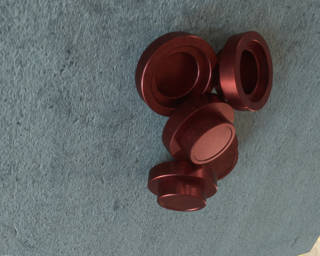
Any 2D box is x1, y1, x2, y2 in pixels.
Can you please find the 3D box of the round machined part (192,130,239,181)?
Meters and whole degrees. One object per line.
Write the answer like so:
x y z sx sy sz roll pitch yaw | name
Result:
0.079 0.042 0.468 0.099 0.042 0.097 -14 125 -21 | round machined part

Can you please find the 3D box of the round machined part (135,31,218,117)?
0.016 -0.065 0.367 0.099 0.042 0.097 -14 125 -21 | round machined part

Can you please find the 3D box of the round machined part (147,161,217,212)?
0.031 0.087 0.437 0.099 0.042 0.098 4 147 3 | round machined part

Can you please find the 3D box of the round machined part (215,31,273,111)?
0.102 -0.070 0.394 0.099 0.042 0.097 -3 94 -46 | round machined part

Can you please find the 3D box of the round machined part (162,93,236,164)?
0.055 0.007 0.391 0.099 0.042 0.097 -22 140 -20 | round machined part
